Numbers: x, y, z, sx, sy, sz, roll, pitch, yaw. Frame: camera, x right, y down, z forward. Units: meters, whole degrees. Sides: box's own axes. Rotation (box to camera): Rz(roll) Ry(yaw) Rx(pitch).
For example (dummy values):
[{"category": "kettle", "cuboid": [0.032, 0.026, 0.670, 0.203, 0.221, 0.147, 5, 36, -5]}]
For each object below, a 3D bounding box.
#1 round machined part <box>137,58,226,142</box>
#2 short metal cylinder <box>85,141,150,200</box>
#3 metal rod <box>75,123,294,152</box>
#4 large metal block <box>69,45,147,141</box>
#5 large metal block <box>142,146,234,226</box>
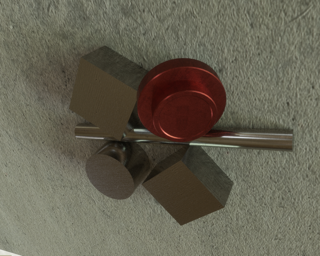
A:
[{"category": "round machined part", "cuboid": [0.024, -0.023, 0.339, 0.099, 0.042, 0.097, -4, 129, -5]}, {"category": "short metal cylinder", "cuboid": [-0.062, 0.059, 0.459, 0.080, 0.050, 0.079, 13, 124, 20]}, {"category": "metal rod", "cuboid": [0.012, 0.009, 0.408, 0.301, 0.025, 0.025, 2, 119, 27]}, {"category": "large metal block", "cuboid": [-0.060, -0.044, 0.392, 0.080, 0.050, 0.079, 32, 128, 7]}, {"category": "large metal block", "cuboid": [0.037, 0.075, 0.418, 0.080, 0.050, 0.080, 48, 129, -6]}]
